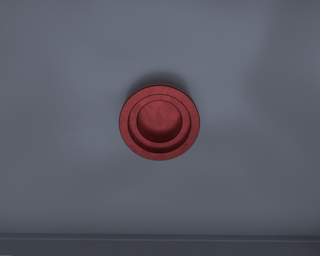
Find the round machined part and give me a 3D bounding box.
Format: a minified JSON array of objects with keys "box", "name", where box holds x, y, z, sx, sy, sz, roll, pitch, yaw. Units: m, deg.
[{"box":[-0.001,-0.011,0.395,0.099,0.042,0.097,0,110,0],"name":"round machined part"}]
